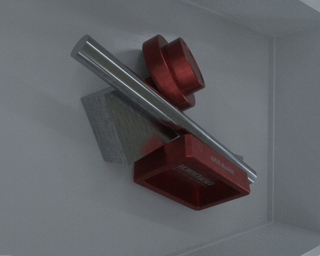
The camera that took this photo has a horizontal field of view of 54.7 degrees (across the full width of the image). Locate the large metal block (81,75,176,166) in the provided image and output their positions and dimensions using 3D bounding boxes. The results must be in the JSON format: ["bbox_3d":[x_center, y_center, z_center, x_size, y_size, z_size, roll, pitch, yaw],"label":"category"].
[{"bbox_3d":[-0.033,-0.012,0.362,0.081,0.050,0.080,-29,108,-37],"label":"large metal block"}]

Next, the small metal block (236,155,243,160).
[{"bbox_3d":[0.095,0.064,0.470,0.025,0.050,0.050,19,78,-39],"label":"small metal block"}]

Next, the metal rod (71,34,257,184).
[{"bbox_3d":[0.028,-0.002,0.363,0.301,0.025,0.025,36,68,-35],"label":"metal rod"}]

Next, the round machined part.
[{"bbox_3d":[0.022,-0.071,0.380,0.098,0.042,0.098,54,20,-30],"label":"round machined part"}]

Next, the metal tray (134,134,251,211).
[{"bbox_3d":[0.042,0.063,0.396,0.130,0.090,0.030,33,42,-36],"label":"metal tray"}]
